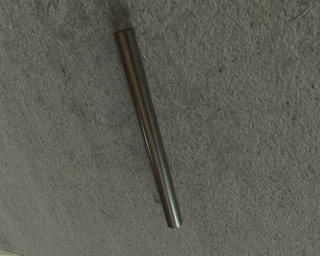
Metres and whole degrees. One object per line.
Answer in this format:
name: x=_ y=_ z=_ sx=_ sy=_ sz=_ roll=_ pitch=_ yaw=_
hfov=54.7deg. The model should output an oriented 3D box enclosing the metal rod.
metal rod: x=-0.010 y=0.018 z=0.423 sx=0.025 sy=0.025 sz=0.298 roll=0 pitch=119 yaw=28
